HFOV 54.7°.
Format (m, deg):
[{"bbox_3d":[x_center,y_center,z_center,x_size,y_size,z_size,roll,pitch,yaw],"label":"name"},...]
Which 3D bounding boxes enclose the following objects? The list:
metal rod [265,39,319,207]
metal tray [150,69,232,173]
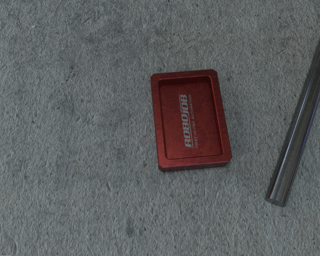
[{"bbox_3d":[0.204,-0.037,0.423,0.025,0.025,0.300,24,72,8],"label":"metal rod"},{"bbox_3d":[0.038,-0.011,0.409,0.091,0.030,0.130,-5,70,-2],"label":"metal tray"}]
